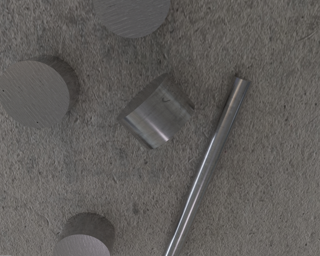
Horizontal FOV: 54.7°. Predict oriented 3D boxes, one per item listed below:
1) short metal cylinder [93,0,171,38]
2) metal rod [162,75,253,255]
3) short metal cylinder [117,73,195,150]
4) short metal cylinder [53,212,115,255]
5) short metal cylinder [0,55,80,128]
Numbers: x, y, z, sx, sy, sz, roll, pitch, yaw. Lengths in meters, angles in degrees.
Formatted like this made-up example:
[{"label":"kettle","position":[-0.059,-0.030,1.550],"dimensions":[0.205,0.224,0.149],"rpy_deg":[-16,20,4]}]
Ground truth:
[{"label":"short metal cylinder","position":[-0.029,-0.143,0.343],"dimensions":[0.081,0.050,0.079],"rpy_deg":[0,110,0]},{"label":"metal rod","position":[0.059,0.072,0.436],"dimensions":[0.025,0.025,0.298],"rpy_deg":[16,109,-6]},{"label":"short metal cylinder","position":[-0.005,-0.020,0.373],"dimensions":[0.080,0.080,0.050],"rpy_deg":[-40,105,13]},{"label":"short metal cylinder","position":[-0.110,0.174,0.459],"dimensions":[0.081,0.050,0.079],"rpy_deg":[0,110,0]},{"label":"short metal cylinder","position":[-0.144,-0.046,0.378],"dimensions":[0.081,0.050,0.079],"rpy_deg":[0,110,0]}]
